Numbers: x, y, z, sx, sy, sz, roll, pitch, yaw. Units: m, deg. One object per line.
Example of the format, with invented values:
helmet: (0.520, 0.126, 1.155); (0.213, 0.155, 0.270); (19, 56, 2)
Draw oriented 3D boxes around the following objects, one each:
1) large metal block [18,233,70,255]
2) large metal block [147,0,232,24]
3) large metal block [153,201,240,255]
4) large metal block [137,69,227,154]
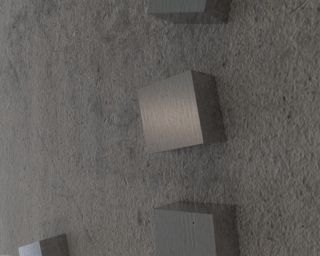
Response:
large metal block: (-0.206, 0.244, 0.559); (0.080, 0.050, 0.080); (-28, 73, 36)
large metal block: (0.038, -0.167, 0.357); (0.080, 0.050, 0.079); (16, 100, 39)
large metal block: (0.042, 0.130, 0.354); (0.080, 0.050, 0.080); (-7, 86, 39)
large metal block: (0.025, -0.016, 0.368); (0.080, 0.050, 0.080); (-15, 81, 39)
